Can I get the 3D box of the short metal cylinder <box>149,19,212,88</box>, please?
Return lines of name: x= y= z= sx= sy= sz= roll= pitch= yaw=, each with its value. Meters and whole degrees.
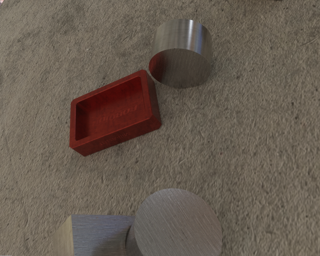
short metal cylinder: x=0.028 y=-0.097 z=0.413 sx=0.080 sy=0.080 sz=0.050 roll=-7 pitch=59 yaw=24

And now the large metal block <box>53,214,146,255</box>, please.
large metal block: x=-0.056 y=0.135 z=0.306 sx=0.050 sy=0.081 sz=0.080 roll=-49 pitch=44 yaw=35

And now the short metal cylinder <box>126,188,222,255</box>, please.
short metal cylinder: x=0.011 y=0.105 z=0.293 sx=0.081 sy=0.050 sz=0.080 roll=9 pitch=49 yaw=-10

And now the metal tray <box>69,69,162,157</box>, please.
metal tray: x=-0.068 y=-0.022 z=0.449 sx=0.130 sy=0.030 sz=0.090 roll=-21 pitch=54 yaw=15
